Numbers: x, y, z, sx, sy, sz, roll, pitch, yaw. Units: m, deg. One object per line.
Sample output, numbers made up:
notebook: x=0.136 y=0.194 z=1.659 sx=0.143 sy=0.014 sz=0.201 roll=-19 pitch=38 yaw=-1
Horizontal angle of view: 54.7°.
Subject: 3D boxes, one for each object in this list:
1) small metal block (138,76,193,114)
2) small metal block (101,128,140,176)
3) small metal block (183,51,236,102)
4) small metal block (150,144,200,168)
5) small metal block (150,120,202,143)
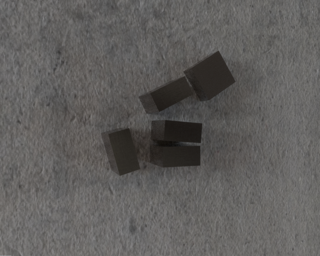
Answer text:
small metal block: x=0.006 y=-0.042 z=0.399 sx=0.050 sy=0.050 sz=0.025 roll=-29 pitch=100 yaw=-18
small metal block: x=-0.049 y=0.027 z=0.378 sx=0.025 sy=0.050 sz=0.050 roll=-17 pitch=96 yaw=-20
small metal block: x=0.070 y=-0.072 z=0.436 sx=0.050 sy=0.025 sz=0.050 roll=-35 pitch=102 yaw=-17
small metal block: x=0.018 y=0.035 z=0.404 sx=0.050 sy=0.050 sz=0.025 roll=0 pitch=90 yaw=-20
small metal block: x=0.020 y=0.005 z=0.404 sx=0.050 sy=0.050 sz=0.025 roll=5 pitch=89 yaw=-20
